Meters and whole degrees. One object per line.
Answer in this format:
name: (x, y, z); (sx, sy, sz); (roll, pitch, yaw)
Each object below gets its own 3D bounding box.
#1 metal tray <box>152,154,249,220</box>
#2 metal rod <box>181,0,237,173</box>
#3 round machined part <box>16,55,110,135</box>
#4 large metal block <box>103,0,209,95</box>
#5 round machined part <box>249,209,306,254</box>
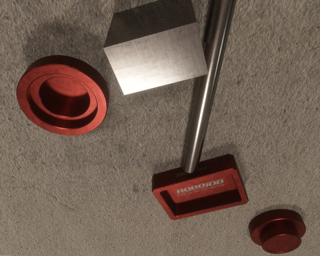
metal tray: (0.063, 0.096, 0.486); (0.130, 0.030, 0.090); (-17, 128, 13)
metal rod: (0.055, -0.056, 0.360); (0.025, 0.025, 0.298); (3, 130, -3)
round machined part: (-0.108, -0.041, 0.360); (0.099, 0.042, 0.097); (-1, 130, 0)
large metal block: (-0.002, -0.084, 0.300); (0.080, 0.080, 0.050); (-13, 129, 10)
round machined part: (0.216, 0.194, 0.565); (0.099, 0.042, 0.097); (-1, 130, 0)
